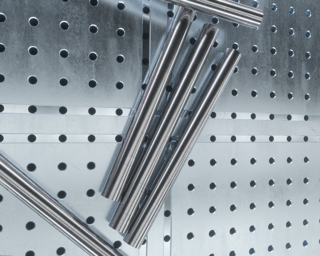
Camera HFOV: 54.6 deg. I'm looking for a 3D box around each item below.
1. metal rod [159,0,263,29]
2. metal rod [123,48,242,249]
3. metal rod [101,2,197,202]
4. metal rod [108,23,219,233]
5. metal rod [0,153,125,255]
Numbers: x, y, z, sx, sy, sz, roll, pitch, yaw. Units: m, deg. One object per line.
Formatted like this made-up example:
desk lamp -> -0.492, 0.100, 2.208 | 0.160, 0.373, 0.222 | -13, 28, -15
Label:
metal rod -> -0.011, -0.177, 0.388 | 0.302, 0.025, 0.025 | 12, 86, -12
metal rod -> 0.035, 0.020, 0.425 | 0.025, 0.025, 0.300 | 32, 79, -17
metal rod -> -0.007, -0.050, 0.409 | 0.025, 0.025, 0.299 | 25, 82, -18
metal rod -> 0.009, -0.006, 0.415 | 0.025, 0.025, 0.299 | 28, 81, -18
metal rod -> -0.114, 0.111, 0.370 | 0.300, 0.025, 0.025 | 45, 76, -15
